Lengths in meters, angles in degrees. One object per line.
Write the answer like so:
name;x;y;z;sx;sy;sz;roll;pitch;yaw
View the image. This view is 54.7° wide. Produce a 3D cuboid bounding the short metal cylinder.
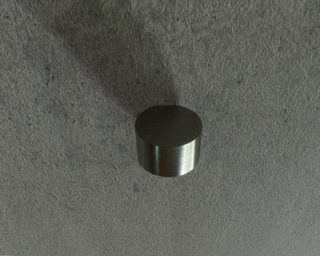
short metal cylinder;0.011;0.014;0.385;0.081;0.080;0.050;-1;130;0
